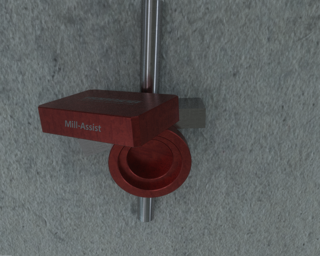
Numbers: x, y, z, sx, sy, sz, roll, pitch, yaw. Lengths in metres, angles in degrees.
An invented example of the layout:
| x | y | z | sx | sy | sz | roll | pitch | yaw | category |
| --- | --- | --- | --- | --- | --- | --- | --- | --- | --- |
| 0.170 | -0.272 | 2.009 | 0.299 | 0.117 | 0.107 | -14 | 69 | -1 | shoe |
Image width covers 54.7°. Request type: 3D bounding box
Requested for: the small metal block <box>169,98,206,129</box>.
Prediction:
| x | y | z | sx | sy | sz | roll | pitch | yaw | category |
| --- | --- | --- | --- | --- | --- | --- | --- | --- | --- |
| 0.029 | -0.020 | 0.391 | 0.050 | 0.050 | 0.025 | -1 | 110 | 0 | small metal block |

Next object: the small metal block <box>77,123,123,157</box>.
| x | y | z | sx | sy | sz | roll | pitch | yaw | category |
| --- | --- | --- | --- | --- | --- | --- | --- | --- | --- |
| -0.073 | 0.008 | 0.400 | 0.050 | 0.050 | 0.025 | -18 | 109 | 6 | small metal block |

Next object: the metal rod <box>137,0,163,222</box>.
| x | y | z | sx | sy | sz | roll | pitch | yaw | category |
| --- | --- | --- | --- | --- | --- | --- | --- | --- | --- |
| -0.015 | -0.008 | 0.408 | 0.025 | 0.025 | 0.298 | 2 | 110 | -1 | metal rod |

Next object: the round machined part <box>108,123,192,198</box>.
| x | y | z | sx | sy | sz | roll | pitch | yaw | category |
| --- | --- | --- | --- | --- | --- | --- | --- | --- | --- |
| -0.012 | 0.034 | 0.385 | 0.099 | 0.042 | 0.097 | -1 | 114 | -2 | round machined part |

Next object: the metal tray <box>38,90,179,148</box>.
| x | y | z | sx | sy | sz | roll | pitch | yaw | category |
| --- | --- | --- | --- | --- | --- | --- | --- | --- | --- |
| -0.055 | -0.016 | 0.345 | 0.130 | 0.091 | 0.030 | 7 | 112 | 28 | metal tray |
